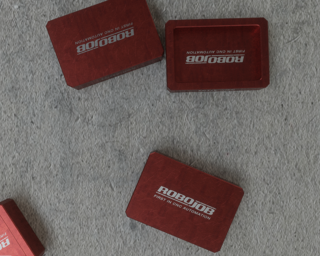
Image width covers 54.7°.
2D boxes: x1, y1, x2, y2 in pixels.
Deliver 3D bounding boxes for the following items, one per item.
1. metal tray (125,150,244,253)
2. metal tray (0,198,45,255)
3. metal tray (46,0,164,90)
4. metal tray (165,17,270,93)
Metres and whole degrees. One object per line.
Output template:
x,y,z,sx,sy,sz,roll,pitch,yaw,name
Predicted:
0.032,0.095,0.408,0.131,0.030,0.090,23,90,0,metal tray
-0.233,0.165,0.405,0.130,0.030,0.090,-32,90,0,metal tray
-0.070,-0.114,0.407,0.131,0.030,0.090,-20,90,0,metal tray
0.073,-0.094,0.407,0.131,0.030,0.089,-2,90,0,metal tray
